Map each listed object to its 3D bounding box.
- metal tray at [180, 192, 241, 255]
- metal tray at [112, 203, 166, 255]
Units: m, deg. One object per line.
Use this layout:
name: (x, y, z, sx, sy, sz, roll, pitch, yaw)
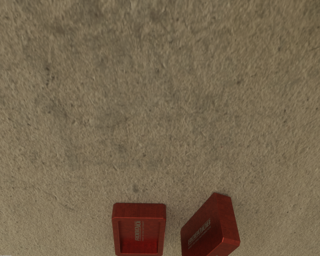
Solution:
metal tray: (0.079, 0.182, 0.520, 0.030, 0.090, 0.129, 19, 128, -16)
metal tray: (-0.037, 0.188, 0.563, 0.091, 0.030, 0.129, 1, 130, -2)
